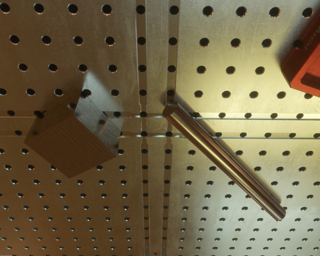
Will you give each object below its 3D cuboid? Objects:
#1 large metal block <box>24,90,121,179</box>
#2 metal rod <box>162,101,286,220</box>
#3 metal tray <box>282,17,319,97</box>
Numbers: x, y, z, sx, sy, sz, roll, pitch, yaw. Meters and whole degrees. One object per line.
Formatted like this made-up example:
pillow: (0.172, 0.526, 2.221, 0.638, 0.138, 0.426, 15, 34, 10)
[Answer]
large metal block: (-0.110, 0.011, 0.403, 0.080, 0.050, 0.080, -26, 126, 20)
metal rod: (0.110, 0.063, 0.465, 0.025, 0.025, 0.300, -33, 123, 25)
metal tray: (0.208, -0.091, 0.332, 0.091, 0.030, 0.129, 15, 129, -13)
